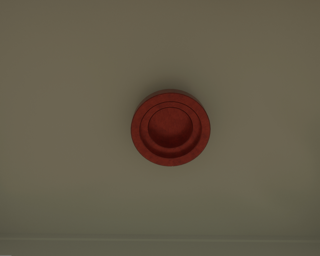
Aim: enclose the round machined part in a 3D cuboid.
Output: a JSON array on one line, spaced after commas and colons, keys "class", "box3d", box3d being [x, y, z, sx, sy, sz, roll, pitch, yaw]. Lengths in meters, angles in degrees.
[{"class": "round machined part", "box3d": [0.013, -0.003, 0.401, 0.099, 0.042, 0.097, 0, 110, 0]}]
